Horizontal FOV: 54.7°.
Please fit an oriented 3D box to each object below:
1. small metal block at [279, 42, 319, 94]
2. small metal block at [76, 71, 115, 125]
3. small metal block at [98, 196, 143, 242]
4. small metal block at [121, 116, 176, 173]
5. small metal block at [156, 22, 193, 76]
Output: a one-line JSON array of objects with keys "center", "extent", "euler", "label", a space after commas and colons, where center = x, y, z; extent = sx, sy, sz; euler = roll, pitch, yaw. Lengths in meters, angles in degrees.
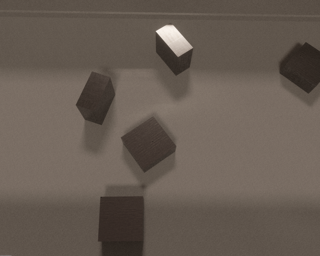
[{"center": [0.211, -0.086, 0.444], "extent": [0.050, 0.025, 0.050], "euler": [41, 75, 13], "label": "small metal block"}, {"center": [-0.083, -0.038, 0.409], "extent": [0.025, 0.050, 0.050], "euler": [18, 71, 6], "label": "small metal block"}, {"center": [-0.045, 0.109, 0.369], "extent": [0.050, 0.025, 0.050], "euler": [0, 70, -1], "label": "small metal block"}, {"center": [-0.015, 0.022, 0.402], "extent": [0.050, 0.025, 0.050], "euler": [-34, 74, -12], "label": "small metal block"}, {"center": [0.019, -0.110, 0.437], "extent": [0.025, 0.050, 0.050], "euler": [-34, 74, -12], "label": "small metal block"}]
